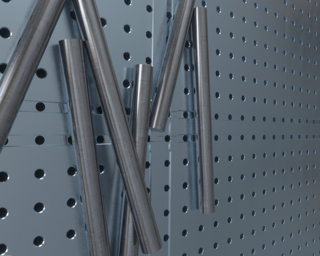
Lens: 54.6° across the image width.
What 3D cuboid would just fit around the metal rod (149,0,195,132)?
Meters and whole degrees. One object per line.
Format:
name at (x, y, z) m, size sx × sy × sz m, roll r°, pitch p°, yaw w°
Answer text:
metal rod at (0.028, -0.141, 0.430) m, size 0.025 × 0.025 × 0.299 m, roll 22°, pitch 76°, yaw -38°

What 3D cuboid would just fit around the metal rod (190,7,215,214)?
metal rod at (0.063, -0.024, 0.460) m, size 0.025 × 0.025 × 0.298 m, roll -5°, pitch 93°, yaw -40°

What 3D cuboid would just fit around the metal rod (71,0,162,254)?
metal rod at (-0.048, -0.004, 0.348) m, size 0.025 × 0.025 × 0.299 m, roll -19°, pitch 96°, yaw -38°

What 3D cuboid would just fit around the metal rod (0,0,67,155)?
metal rod at (-0.119, -0.101, 0.308) m, size 0.025 × 0.025 × 0.299 m, roll 28°, pitch 73°, yaw -37°

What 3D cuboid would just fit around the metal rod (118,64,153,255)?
metal rod at (-0.032, 0.072, 0.381) m, size 0.025 × 0.025 × 0.299 m, roll 7°, pitch 85°, yaw -40°

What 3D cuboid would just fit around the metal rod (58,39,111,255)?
metal rod at (-0.078, 0.056, 0.342) m, size 0.025 × 0.025 × 0.298 m, roll -11°, pitch 97°, yaw -39°
